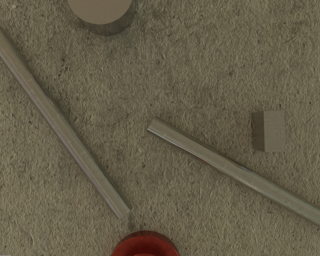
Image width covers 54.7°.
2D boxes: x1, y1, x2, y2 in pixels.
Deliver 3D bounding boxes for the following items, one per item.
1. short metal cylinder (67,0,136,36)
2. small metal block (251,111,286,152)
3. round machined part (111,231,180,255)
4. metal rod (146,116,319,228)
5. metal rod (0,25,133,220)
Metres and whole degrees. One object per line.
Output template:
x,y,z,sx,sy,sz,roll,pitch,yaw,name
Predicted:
-0.073,-0.164,0.396,0.081,0.050,0.079,0,90,-1,short metal cylinder
0.139,0.004,0.399,0.025,0.050,0.050,-2,90,0,small metal block
-0.019,0.189,0.401,0.099,0.042,0.097,0,90,-1,round machined part
0.119,0.067,0.411,0.301,0.025,0.025,29,90,-1,metal rod
-0.134,-0.008,0.408,0.025,0.025,0.299,-36,90,0,metal rod
